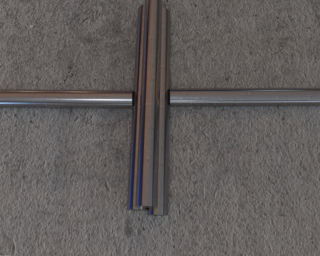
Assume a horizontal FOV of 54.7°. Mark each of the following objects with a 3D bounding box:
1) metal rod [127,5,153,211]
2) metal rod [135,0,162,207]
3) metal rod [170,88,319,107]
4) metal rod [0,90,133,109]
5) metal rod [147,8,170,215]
[{"bbox_3d":[-0.024,-0.041,0.425,0.025,0.025,0.299,1,70,0],"label":"metal rod"},{"bbox_3d":[-0.013,-0.050,0.406,0.025,0.025,0.299,1,70,0],"label":"metal rod"},{"bbox_3d":[0.164,-0.042,0.427,0.302,0.025,0.025,0,70,-1],"label":"metal rod"},{"bbox_3d":[-0.188,-0.040,0.421,0.302,0.025,0.025,0,70,-1],"label":"metal rod"},{"bbox_3d":[0.000,-0.036,0.423,0.025,0.025,0.299,1,70,0],"label":"metal rod"}]
